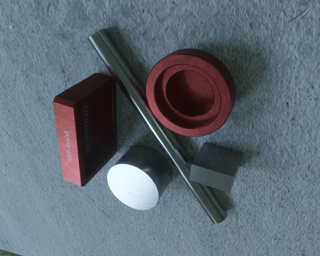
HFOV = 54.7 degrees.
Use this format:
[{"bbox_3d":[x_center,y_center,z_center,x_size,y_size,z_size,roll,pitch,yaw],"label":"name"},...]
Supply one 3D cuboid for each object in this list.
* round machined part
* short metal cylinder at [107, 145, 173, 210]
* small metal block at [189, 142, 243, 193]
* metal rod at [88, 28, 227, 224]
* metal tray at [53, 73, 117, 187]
[{"bbox_3d":[0.037,-0.042,0.351,0.098,0.042,0.097,13,124,20],"label":"round machined part"},{"bbox_3d":[-0.028,0.071,0.449,0.080,0.050,0.079,13,124,20],"label":"short metal cylinder"},{"bbox_3d":[0.069,0.047,0.380,0.050,0.050,0.025,16,125,19],"label":"small metal block"},{"bbox_3d":[0.004,0.007,0.410,0.025,0.025,0.299,-24,106,36],"label":"metal rod"},{"bbox_3d":[-0.094,0.002,0.416,0.030,0.090,0.129,17,125,18],"label":"metal tray"}]
